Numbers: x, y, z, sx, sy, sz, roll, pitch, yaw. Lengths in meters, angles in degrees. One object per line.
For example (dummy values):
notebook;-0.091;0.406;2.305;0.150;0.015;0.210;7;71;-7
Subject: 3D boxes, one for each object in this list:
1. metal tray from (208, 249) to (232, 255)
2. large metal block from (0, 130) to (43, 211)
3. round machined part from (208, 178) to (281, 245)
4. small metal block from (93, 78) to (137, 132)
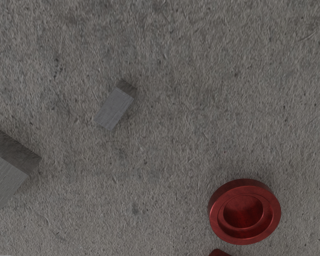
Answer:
metal tray;0.092;0.268;0.506;0.090;0.030;0.129;31;107;-11
large metal block;-0.223;0.056;0.415;0.080;0.050;0.080;38;106;-13
round machined part;0.117;0.115;0.444;0.099;0.042;0.097;0;110;0
small metal block;-0.054;-0.030;0.385;0.025;0.050;0.050;34;106;-12
